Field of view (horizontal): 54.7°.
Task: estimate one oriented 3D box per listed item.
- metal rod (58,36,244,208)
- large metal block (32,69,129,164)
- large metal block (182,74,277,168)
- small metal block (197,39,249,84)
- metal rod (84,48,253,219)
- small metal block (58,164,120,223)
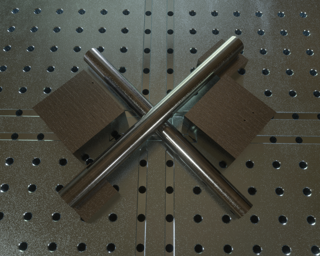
[{"bbox_3d":[-0.001,-0.017,0.391,0.301,0.025,0.025,-43,76,-14],"label":"metal rod"},{"bbox_3d":[-0.100,-0.014,0.403,0.080,0.050,0.080,-41,75,-14],"label":"large metal block"},{"bbox_3d":[0.087,-0.009,0.402,0.080,0.050,0.080,41,75,13],"label":"large metal block"},{"bbox_3d":[0.089,-0.092,0.446,0.050,0.025,0.050,-42,76,-14],"label":"small metal block"},{"bbox_3d":[0.002,-0.002,0.411,0.025,0.025,0.300,-41,75,-13],"label":"metal rod"},{"bbox_3d":[-0.086,0.080,0.382,0.050,0.025,0.050,43,75,14],"label":"small metal block"}]
